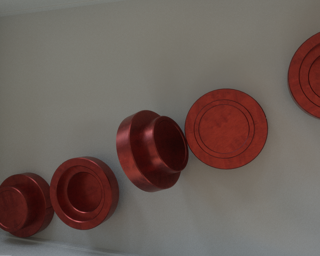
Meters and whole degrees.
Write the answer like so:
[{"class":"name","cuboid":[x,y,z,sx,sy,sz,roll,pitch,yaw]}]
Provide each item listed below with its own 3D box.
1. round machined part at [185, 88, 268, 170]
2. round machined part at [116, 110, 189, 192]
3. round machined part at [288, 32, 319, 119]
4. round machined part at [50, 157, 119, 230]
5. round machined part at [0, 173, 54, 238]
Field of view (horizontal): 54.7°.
[{"class":"round machined part","cuboid":[0.078,0.001,0.371,0.098,0.042,0.097,0,90,15]},{"class":"round machined part","cuboid":[-0.002,0.024,0.368,0.042,0.099,0.098,-22,83,33]},{"class":"round machined part","cuboid":[0.190,-0.055,0.335,0.098,0.042,0.097,0,90,19]},{"class":"round machined part","cuboid":[-0.101,0.088,0.436,0.098,0.042,0.097,0,90,19]},{"class":"round machined part","cuboid":[-0.216,0.120,0.476,0.098,0.042,0.097,0,90,19]}]
